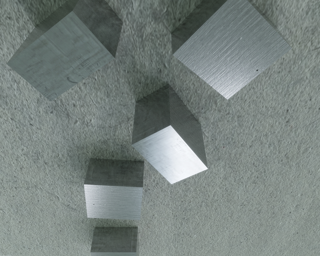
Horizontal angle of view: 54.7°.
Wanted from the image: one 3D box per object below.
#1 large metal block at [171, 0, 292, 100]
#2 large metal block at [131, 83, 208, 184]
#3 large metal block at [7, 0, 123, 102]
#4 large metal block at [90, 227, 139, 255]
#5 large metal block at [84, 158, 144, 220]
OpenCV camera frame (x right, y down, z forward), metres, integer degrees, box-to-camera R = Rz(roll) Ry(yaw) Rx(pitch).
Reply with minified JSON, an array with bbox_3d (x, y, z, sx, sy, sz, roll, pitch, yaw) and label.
[{"bbox_3d":[0.069,-0.089,0.315,0.080,0.050,0.080,34,122,-26],"label":"large metal block"},{"bbox_3d":[0.012,0.007,0.377,0.050,0.080,0.080,-27,125,21],"label":"large metal block"},{"bbox_3d":[-0.086,-0.084,0.299,0.080,0.080,0.050,-28,125,22],"label":"large metal block"},{"bbox_3d":[-0.082,0.232,0.588,0.081,0.050,0.079,0,130,-1],"label":"large metal block"},{"bbox_3d":[-0.067,0.094,0.470,0.081,0.050,0.079,4,130,-4],"label":"large metal block"}]
